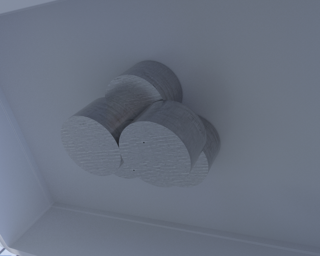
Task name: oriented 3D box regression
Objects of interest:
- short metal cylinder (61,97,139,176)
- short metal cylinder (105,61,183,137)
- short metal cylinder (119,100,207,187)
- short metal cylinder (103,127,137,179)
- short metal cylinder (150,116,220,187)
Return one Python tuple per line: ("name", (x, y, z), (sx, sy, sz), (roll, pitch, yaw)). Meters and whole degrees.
("short metal cylinder", (-0.069, 0.010, 0.368), (0.080, 0.050, 0.079), (13, 124, 21))
("short metal cylinder", (-0.019, -0.036, 0.379), (0.080, 0.050, 0.079), (13, 124, 21))
("short metal cylinder", (0.004, 0.016, 0.333), (0.080, 0.050, 0.079), (13, 124, 21))
("short metal cylinder", (-0.044, 0.023, 0.427), (0.080, 0.050, 0.079), (13, 124, 21))
("short metal cylinder", (0.030, 0.028, 0.392), (0.080, 0.050, 0.079), (13, 124, 21))
